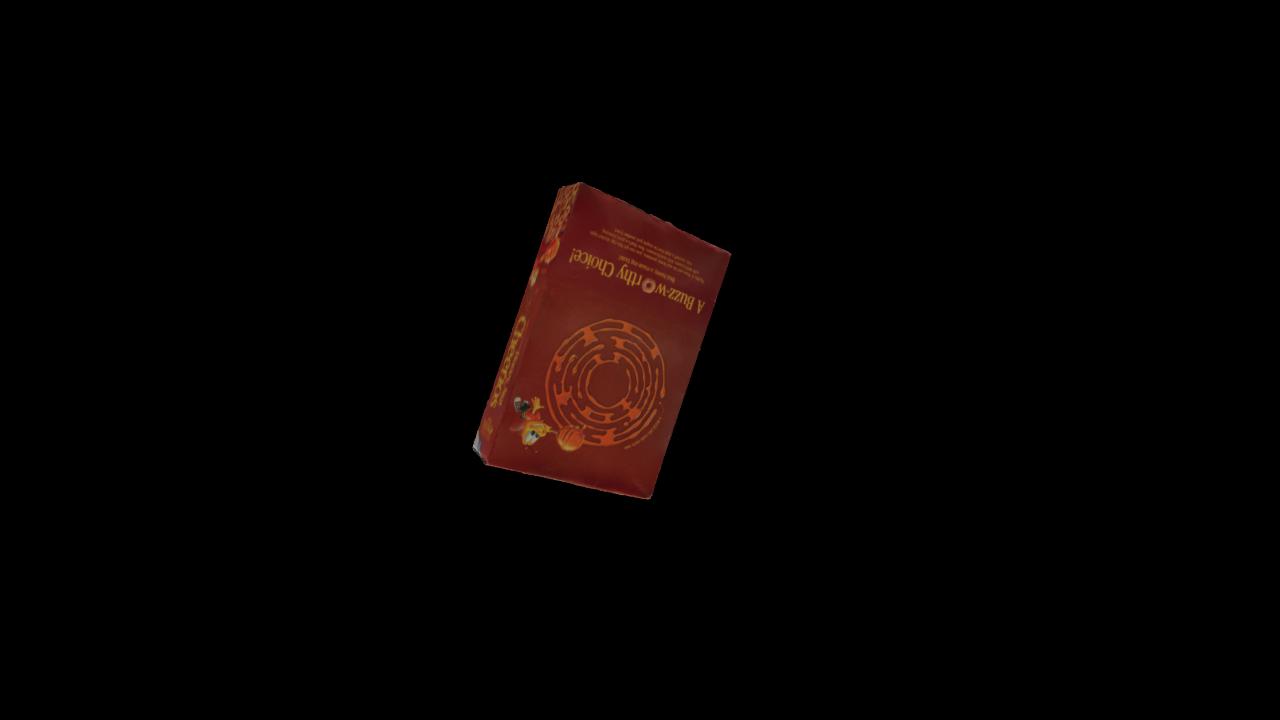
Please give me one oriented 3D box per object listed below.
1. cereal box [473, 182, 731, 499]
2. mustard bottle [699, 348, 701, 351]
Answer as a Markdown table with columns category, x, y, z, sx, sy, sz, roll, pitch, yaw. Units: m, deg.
| category | x | y | z | sx | sy | sz | roll | pitch | yaw |
| --- | --- | --- | --- | --- | --- | --- | --- | --- | --- |
| cereal box | -0.039 | -0.012 | 0.686 | 0.203 | 0.306 | 0.081 | 18 | 1 | -28 |
| mustard bottle | -0.014 | 0.005 | 0.714 | 0.184 | 0.092 | 0.054 | -17 | -38 | -15 |
